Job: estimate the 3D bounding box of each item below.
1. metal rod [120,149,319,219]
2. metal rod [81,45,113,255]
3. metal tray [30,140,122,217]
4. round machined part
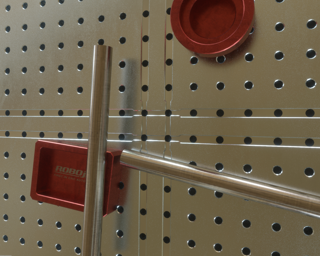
[{"bbox_3d":[0.090,0.070,0.380,0.301,0.025,0.025,12,94,19],"label":"metal rod"},{"bbox_3d":[-0.084,0.043,0.408,0.025,0.025,0.298,4,91,19],"label":"metal rod"},{"bbox_3d":[-0.123,0.069,0.451,0.130,0.030,0.089,8,92,19],"label":"metal tray"},{"bbox_3d":[0.066,-0.135,0.380,0.098,0.042,0.097,0,90,19],"label":"round machined part"}]
